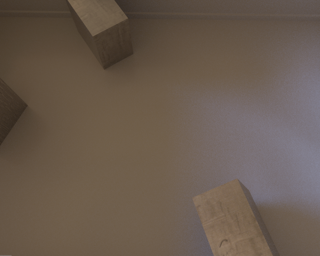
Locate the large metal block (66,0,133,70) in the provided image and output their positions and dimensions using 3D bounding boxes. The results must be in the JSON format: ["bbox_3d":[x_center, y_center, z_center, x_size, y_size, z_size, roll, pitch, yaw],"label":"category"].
[{"bbox_3d":[-0.083,-0.143,0.432,0.050,0.080,0.080,-32,73,-11],"label":"large metal block"}]

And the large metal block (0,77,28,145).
[{"bbox_3d":[-0.225,-0.021,0.387,0.050,0.080,0.080,24,72,8],"label":"large metal block"}]

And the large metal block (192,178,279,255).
[{"bbox_3d":[0.083,0.107,0.329,0.050,0.080,0.080,-27,62,13],"label":"large metal block"}]
